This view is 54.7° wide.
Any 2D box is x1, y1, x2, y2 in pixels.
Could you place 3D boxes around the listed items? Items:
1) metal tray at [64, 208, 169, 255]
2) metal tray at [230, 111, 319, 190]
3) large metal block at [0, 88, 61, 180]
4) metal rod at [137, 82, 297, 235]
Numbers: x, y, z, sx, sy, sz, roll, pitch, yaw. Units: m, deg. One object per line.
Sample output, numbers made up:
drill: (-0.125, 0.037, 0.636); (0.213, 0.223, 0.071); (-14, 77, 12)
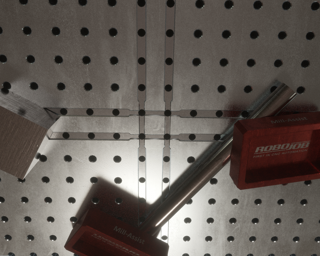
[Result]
metal tray: (-0.064, 0.175, 0.456); (0.131, 0.030, 0.089); (30, 130, -11)
metal tray: (0.161, 0.029, 0.406); (0.131, 0.030, 0.089); (-6, 119, -8)
large metal block: (-0.190, 0.007, 0.400); (0.080, 0.050, 0.080); (29, 107, -11)
metal rod: (0.069, 0.057, 0.435); (0.025, 0.025, 0.299); (39, 105, -13)
